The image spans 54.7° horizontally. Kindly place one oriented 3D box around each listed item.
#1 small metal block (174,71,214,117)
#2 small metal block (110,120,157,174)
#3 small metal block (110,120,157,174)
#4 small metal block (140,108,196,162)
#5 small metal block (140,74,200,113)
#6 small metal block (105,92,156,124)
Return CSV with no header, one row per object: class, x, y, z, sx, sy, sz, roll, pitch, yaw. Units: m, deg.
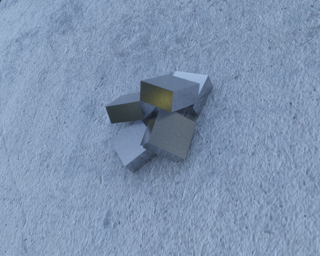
small metal block,0.036,-0.046,0.414,0.050,0.025,0.050,15,69,33
small metal block,-0.030,0.022,0.406,0.050,0.025,0.050,-38,51,2
small metal block,-0.030,0.022,0.406,0.050,0.025,0.050,-38,51,2
small metal block,0.010,0.008,0.375,0.025,0.050,0.050,-30,38,61
small metal block,0.012,-0.044,0.375,0.050,0.025,0.050,24,31,36
small metal block,-0.038,-0.030,0.426,0.050,0.025,0.050,-7,21,24
